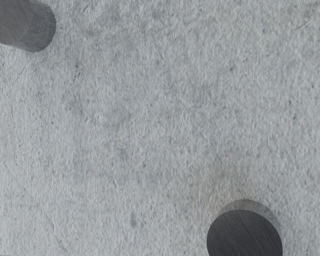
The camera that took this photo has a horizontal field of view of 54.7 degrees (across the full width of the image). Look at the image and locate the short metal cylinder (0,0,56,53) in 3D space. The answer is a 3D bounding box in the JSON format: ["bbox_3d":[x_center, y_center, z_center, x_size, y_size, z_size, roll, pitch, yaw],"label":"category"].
[{"bbox_3d":[-0.207,-0.159,0.467,0.080,0.050,0.079,0,90,19],"label":"short metal cylinder"}]

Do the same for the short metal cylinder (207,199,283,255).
[{"bbox_3d":[0.099,0.129,0.361,0.080,0.050,0.079,0,90,19],"label":"short metal cylinder"}]
